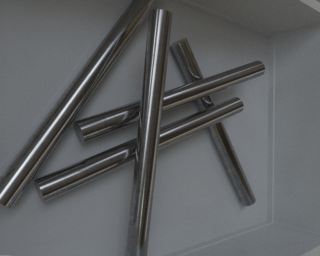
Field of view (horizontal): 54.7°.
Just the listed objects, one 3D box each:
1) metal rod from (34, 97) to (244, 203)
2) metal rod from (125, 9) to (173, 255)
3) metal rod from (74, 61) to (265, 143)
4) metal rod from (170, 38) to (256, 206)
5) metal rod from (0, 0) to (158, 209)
[{"bbox_3d":[-0.002,0.014,0.388,0.302,0.025,0.025,-22,105,-32],"label":"metal rod"},{"bbox_3d":[-0.014,0.023,0.347,0.025,0.025,0.298,2,96,-40],"label":"metal rod"},{"bbox_3d":[0.033,-0.044,0.410,0.302,0.025,0.025,-22,105,-30],"label":"metal rod"},{"bbox_3d":[0.090,0.004,0.484,0.025,0.025,0.299,-42,116,-32],"label":"metal rod"},{"bbox_3d":[-0.079,-0.053,0.341,0.025,0.025,0.300,44,63,-32],"label":"metal rod"}]
